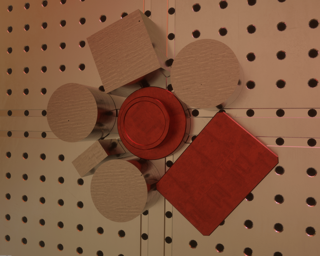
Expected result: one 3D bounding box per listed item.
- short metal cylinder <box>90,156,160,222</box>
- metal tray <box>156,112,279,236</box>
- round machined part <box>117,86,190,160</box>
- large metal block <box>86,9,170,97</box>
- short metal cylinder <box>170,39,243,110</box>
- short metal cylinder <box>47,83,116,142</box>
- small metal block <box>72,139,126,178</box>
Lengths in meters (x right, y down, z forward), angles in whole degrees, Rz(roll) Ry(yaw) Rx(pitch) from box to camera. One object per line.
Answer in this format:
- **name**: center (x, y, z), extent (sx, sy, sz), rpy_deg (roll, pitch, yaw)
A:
- **short metal cylinder**: center (-0.044, 0.079, 0.414), extent (0.080, 0.050, 0.080), rpy_deg (0, 90, 20)
- **metal tray**: center (0.069, 0.055, 0.384), extent (0.090, 0.030, 0.130), rpy_deg (42, 103, 15)
- **round machined part**: center (-0.013, -0.006, 0.407), extent (0.098, 0.042, 0.097), rpy_deg (0, 90, 20)
- **large metal block**: center (-0.039, -0.096, 0.413), extent (0.080, 0.050, 0.080), rpy_deg (-23, 83, 18)
- **short metal cylinder**: center (0.059, -0.062, 0.378), extent (0.080, 0.050, 0.080), rpy_deg (0, 90, 20)
- **short metal cylinder**: center (-0.110, -0.021, 0.437), extent (0.080, 0.050, 0.080), rpy_deg (0, 90, 20)
- **small metal block**: center (-0.084, 0.040, 0.428), extent (0.050, 0.050, 0.025), rpy_deg (-39, 78, 16)
